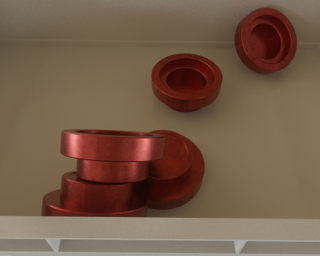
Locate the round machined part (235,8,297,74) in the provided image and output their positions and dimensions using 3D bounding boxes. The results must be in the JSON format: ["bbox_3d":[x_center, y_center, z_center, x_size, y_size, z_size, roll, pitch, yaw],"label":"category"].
[{"bbox_3d":[0.161,-0.133,0.487,0.099,0.042,0.097,1,87,-17],"label":"round machined part"}]

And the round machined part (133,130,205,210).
[{"bbox_3d":[0.003,0.041,0.360,0.099,0.042,0.098,0,50,0],"label":"round machined part"}]

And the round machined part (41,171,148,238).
[{"bbox_3d":[-0.061,0.067,0.299,0.099,0.098,0.042,5,91,4],"label":"round machined part"}]

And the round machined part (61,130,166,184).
[{"bbox_3d":[-0.044,0.026,0.299,0.099,0.098,0.042,3,92,2],"label":"round machined part"}]

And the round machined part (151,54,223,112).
[{"bbox_3d":[0.037,-0.061,0.446,0.099,0.042,0.098,0,50,0],"label":"round machined part"}]
